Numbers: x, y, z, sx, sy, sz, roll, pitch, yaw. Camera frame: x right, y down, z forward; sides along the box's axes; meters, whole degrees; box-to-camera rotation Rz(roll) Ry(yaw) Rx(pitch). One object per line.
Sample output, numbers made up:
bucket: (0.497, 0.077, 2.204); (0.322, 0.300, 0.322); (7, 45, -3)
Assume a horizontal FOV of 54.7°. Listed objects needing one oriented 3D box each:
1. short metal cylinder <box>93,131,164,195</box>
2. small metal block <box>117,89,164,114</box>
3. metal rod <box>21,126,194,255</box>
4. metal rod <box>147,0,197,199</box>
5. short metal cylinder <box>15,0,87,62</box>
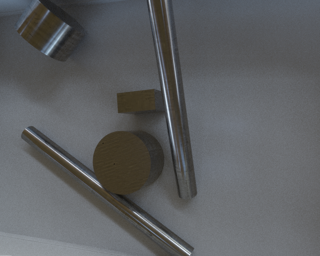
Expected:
short metal cylinder: (-0.040, 0.043, 0.410); (0.080, 0.050, 0.079); (0, 90, 19)
small metal block: (-0.021, -0.033, 0.404); (0.050, 0.050, 0.025); (-4, 89, 19)
metal rod: (-0.084, 0.086, 0.438); (0.300, 0.025, 0.025); (33, 101, 16)
metal rod: (0.012, -0.051, 0.342); (0.025, 0.025, 0.298); (-1, 114, 20)
short metal cylinder: (-0.151, -0.139, 0.433); (0.080, 0.080, 0.050); (45, 104, 14)
